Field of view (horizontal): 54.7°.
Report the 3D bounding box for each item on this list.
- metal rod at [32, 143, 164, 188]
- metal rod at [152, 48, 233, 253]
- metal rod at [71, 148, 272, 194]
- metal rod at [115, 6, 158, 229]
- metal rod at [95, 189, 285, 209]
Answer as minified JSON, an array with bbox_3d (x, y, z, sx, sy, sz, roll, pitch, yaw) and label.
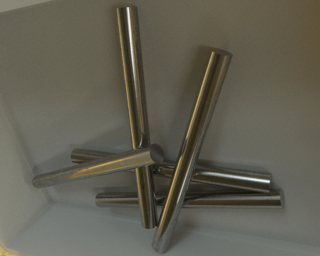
[{"bbox_3d":[-0.113,0.065,0.472,0.299,0.025,0.025,-17,110,40],"label":"metal rod"},{"bbox_3d":[0.032,0.048,0.393,0.025,0.025,0.298,22,119,14],"label":"metal rod"},{"bbox_3d":[-0.001,0.056,0.441,0.301,0.025,0.025,5,121,25],"label":"metal rod"},{"bbox_3d":[-0.026,0.004,0.399,0.025,0.025,0.298,6,115,24],"label":"metal rod"},{"bbox_3d":[0.024,0.106,0.458,0.300,0.025,0.025,-8,114,31],"label":"metal rod"}]
